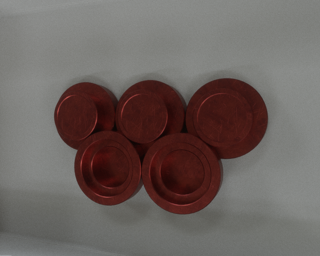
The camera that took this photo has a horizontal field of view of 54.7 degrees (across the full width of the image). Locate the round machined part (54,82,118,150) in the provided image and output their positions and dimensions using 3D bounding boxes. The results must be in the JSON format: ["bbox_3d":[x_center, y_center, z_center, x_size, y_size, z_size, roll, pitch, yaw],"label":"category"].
[{"bbox_3d":[-0.108,-0.016,0.437,0.098,0.042,0.097,0,89,19],"label":"round machined part"}]

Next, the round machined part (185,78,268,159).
[{"bbox_3d":[0.077,-0.011,0.371,0.098,0.042,0.097,0,89,20],"label":"round machined part"}]

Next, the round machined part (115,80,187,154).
[{"bbox_3d":[-0.016,-0.014,0.405,0.098,0.042,0.097,0,89,20],"label":"round machined part"}]

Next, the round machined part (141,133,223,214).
[{"bbox_3d":[0.030,0.054,0.389,0.098,0.042,0.097,0,90,20],"label":"round machined part"}]

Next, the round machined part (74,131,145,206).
[{"bbox_3d":[-0.063,0.052,0.422,0.098,0.042,0.097,0,90,20],"label":"round machined part"}]
